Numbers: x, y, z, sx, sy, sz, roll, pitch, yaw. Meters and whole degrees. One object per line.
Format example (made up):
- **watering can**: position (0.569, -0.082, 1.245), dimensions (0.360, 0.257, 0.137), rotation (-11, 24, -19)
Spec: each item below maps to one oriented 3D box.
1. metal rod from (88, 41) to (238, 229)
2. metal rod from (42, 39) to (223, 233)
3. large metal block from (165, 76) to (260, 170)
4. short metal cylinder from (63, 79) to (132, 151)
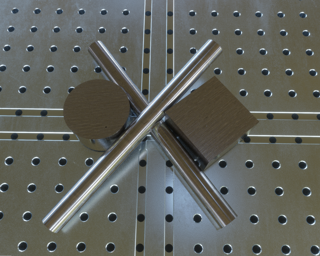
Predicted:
- **metal rod**: position (-0.006, -0.003, 0.408), dimensions (0.025, 0.025, 0.300), rotation (-34, 74, -12)
- **metal rod**: position (-0.029, 0.005, 0.383), dimensions (0.025, 0.025, 0.300), rotation (41, 83, 13)
- **large metal block**: position (0.063, -0.005, 0.396), dimensions (0.080, 0.050, 0.080), rotation (-37, 74, -12)
- **short metal cylinder**: position (-0.077, -0.016, 0.400), dimensions (0.081, 0.050, 0.080), rotation (0, 70, 0)
